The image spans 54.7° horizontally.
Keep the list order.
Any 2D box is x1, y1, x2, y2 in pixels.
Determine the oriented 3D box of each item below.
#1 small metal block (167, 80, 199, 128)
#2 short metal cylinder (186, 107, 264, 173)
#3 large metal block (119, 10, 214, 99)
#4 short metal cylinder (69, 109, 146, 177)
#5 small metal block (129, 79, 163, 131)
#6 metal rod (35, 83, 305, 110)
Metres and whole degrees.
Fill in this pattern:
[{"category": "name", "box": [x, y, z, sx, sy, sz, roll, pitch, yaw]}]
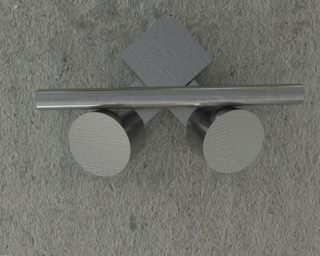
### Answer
[{"category": "small metal block", "box": [0.043, -0.027, 0.411, 0.050, 0.025, 0.050, -43, 90, 0]}, {"category": "short metal cylinder", "box": [0.080, 0.009, 0.385, 0.081, 0.050, 0.079, -6, 110, -17]}, {"category": "large metal block", "box": [0.008, -0.085, 0.397, 0.080, 0.050, 0.080, -42, 90, 0]}, {"category": "short metal cylinder", "box": [-0.064, 0.013, 0.384, 0.080, 0.050, 0.079, 5, 108, 17]}, {"category": "small metal block", "box": [-0.029, -0.029, 0.411, 0.050, 0.025, 0.050, -43, 90, -1]}, {"category": "metal rod", "box": [0.012, -0.036, 0.359, 0.302, 0.025, 0.025, -1, 90, 0]}]
